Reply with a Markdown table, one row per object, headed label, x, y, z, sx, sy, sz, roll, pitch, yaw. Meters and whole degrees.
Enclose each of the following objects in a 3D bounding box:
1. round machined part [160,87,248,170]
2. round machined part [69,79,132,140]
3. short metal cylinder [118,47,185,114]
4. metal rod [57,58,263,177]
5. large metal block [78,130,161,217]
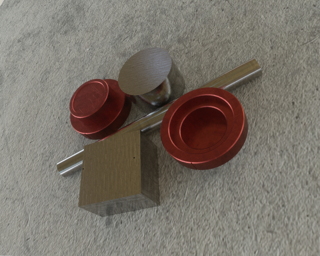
| label | x | y | z | sx | sy | sz | roll | pitch | yaw |
| --- | --- | --- | --- | --- | --- | --- | --- | --- | --- |
| round machined part | 0.054 | 0.004 | 0.363 | 0.098 | 0.042 | 0.098 | -13 | 56 | 21 |
| round machined part | -0.096 | -0.035 | 0.466 | 0.098 | 0.042 | 0.098 | -13 | 56 | 21 |
| short metal cylinder | -0.011 | -0.066 | 0.435 | 0.080 | 0.050 | 0.080 | -13 | 56 | 21 |
| metal rod | -0.008 | -0.009 | 0.416 | 0.300 | 0.025 | 0.025 | -28 | 52 | 10 |
| large metal block | -0.048 | 0.057 | 0.380 | 0.080 | 0.050 | 0.080 | -16 | 55 | 19 |
